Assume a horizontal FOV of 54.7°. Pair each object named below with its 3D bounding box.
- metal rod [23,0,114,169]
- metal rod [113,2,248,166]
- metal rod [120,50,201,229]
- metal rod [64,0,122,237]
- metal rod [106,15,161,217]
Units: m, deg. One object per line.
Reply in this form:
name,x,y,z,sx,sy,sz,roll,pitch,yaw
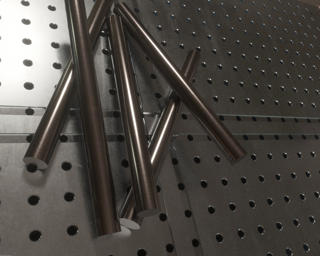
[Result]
metal rod,-0.106,-0.085,0.403,0.025,0.025,0.300,22,53,-16
metal rod,0.017,-0.075,0.436,0.025,0.025,0.299,-19,63,-36
metal rod,0.011,-0.009,0.420,0.025,0.025,0.300,30,52,-10
metal rod,-0.082,-0.031,0.359,0.025,0.025,0.299,-2,70,-30
metal rod,-0.040,-0.038,0.392,0.025,0.025,0.299,5,54,-26
